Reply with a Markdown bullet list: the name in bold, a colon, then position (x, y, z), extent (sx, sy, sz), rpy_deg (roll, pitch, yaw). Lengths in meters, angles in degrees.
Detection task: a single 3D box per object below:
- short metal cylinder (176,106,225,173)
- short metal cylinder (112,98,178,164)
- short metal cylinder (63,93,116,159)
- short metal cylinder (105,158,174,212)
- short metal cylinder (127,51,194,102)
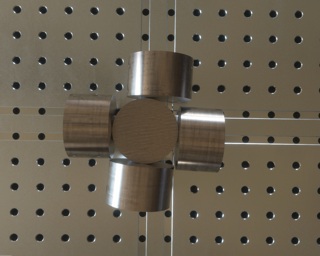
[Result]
- **short metal cylinder**: position (0.047, 0.014, 0.386), extent (0.050, 0.080, 0.080), rpy_deg (4, 90, 0)
- **short metal cylinder**: position (-0.018, 0.004, 0.401), extent (0.081, 0.050, 0.080), rpy_deg (0, 90, -2)
- **short metal cylinder**: position (-0.084, -0.003, 0.385), extent (0.050, 0.080, 0.079), rpy_deg (2, 90, -1)
- **short metal cylinder**: position (-0.025, 0.068, 0.384), extent (0.080, 0.080, 0.050), rpy_deg (6, 90, 0)
- **short metal cylinder**: position (0.000, -0.061, 0.385), extent (0.081, 0.080, 0.050), rpy_deg (3, 90, 0)
